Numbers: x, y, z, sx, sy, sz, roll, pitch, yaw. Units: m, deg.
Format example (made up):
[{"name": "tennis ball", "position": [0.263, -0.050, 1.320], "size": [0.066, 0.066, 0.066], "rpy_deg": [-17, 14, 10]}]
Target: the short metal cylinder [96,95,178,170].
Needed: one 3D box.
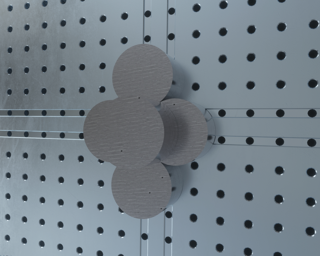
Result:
[{"name": "short metal cylinder", "position": [-0.025, 0.005, 0.354], "size": [0.080, 0.050, 0.079], "rpy_deg": [0, 90, 20]}]

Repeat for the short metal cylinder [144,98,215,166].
[{"name": "short metal cylinder", "position": [0.025, 0.005, 0.390], "size": [0.080, 0.050, 0.080], "rpy_deg": [0, 90, 20]}]

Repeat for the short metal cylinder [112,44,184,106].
[{"name": "short metal cylinder", "position": [-0.014, -0.064, 0.404], "size": [0.080, 0.050, 0.079], "rpy_deg": [0, 90, 19]}]

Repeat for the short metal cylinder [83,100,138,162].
[{"name": "short metal cylinder", "position": [-0.055, 0.004, 0.419], "size": [0.080, 0.050, 0.079], "rpy_deg": [0, 90, 20]}]

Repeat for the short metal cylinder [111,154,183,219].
[{"name": "short metal cylinder", "position": [-0.016, 0.072, 0.404], "size": [0.080, 0.050, 0.080], "rpy_deg": [-1, 88, 19]}]
